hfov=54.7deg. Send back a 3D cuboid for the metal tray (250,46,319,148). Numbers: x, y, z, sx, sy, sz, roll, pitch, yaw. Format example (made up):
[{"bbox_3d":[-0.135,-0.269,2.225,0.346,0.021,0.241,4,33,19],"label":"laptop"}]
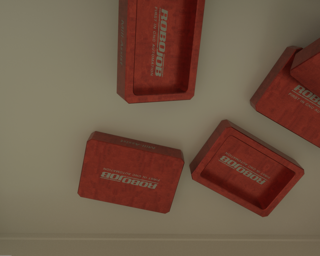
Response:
[{"bbox_3d":[0.196,-0.034,0.396,0.131,0.030,0.090,29,107,-8],"label":"metal tray"}]

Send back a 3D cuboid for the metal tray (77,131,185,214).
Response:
[{"bbox_3d":[-0.040,0.063,0.431,0.131,0.030,0.089,13,110,-5],"label":"metal tray"}]

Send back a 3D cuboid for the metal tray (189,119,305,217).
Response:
[{"bbox_3d":[0.119,0.058,0.431,0.131,0.030,0.090,30,107,-11],"label":"metal tray"}]

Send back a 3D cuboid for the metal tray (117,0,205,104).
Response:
[{"bbox_3d":[0.000,-0.096,0.353,0.091,0.030,0.129,-6,113,-25],"label":"metal tray"}]

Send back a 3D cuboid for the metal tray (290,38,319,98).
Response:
[{"bbox_3d":[0.212,-0.069,0.308,0.090,0.030,0.129,35,150,-10],"label":"metal tray"}]
